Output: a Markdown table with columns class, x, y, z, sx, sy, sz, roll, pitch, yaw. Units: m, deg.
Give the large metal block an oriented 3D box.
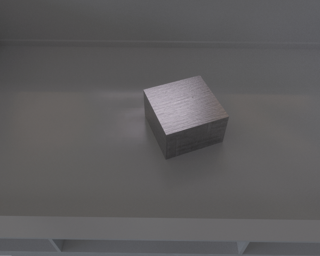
| class | x | y | z | sx | sy | sz | roll | pitch | yaw |
| --- | --- | --- | --- | --- | --- | --- | --- | --- | --- |
| large metal block | 0.031 | -0.016 | 0.402 | 0.081 | 0.050 | 0.080 | -16 | 52 | -13 |
